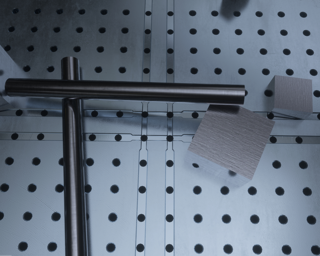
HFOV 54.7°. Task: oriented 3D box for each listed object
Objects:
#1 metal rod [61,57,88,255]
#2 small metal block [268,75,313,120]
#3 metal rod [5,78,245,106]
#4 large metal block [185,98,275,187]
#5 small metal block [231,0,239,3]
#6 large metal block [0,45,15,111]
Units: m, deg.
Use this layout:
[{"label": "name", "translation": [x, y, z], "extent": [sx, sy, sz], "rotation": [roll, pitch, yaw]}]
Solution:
[{"label": "metal rod", "translation": [-0.110, 0.044, 0.394], "extent": [0.025, 0.025, 0.299], "rotation": [-7, 70, -3]}, {"label": "small metal block", "translation": [0.180, -0.042, 0.428], "extent": [0.050, 0.025, 0.050], "rotation": [8, 70, 3]}, {"label": "metal rod", "translation": [-0.050, -0.047, 0.390], "extent": [0.301, 0.025, 0.025], "rotation": [3, 70, 8]}, {"label": "large metal block", "translation": [0.086, 0.017, 0.393], "extent": [0.080, 0.050, 0.080], "rotation": [25, 72, 9]}, {"label": "small metal block", "translation": [0.130, -0.234, 0.485], "extent": [0.050, 0.050, 0.025], "rotation": [-43, 76, -14]}, {"label": "large metal block", "translation": [-0.251, -0.066, 0.421], "extent": [0.081, 0.050, 0.080], "rotation": [-10, 70, -4]}]
